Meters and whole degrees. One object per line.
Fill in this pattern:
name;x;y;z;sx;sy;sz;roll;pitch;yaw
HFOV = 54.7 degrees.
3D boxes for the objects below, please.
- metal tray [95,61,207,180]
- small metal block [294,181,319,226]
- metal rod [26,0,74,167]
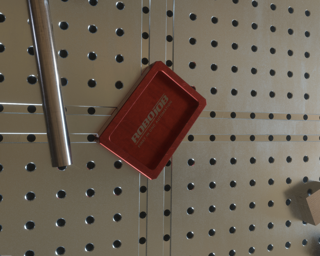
metal tray;-0.010;-0.010;0.406;0.090;0.030;0.130;38;78;-16
small metal block;0.255;0.123;0.507;0.050;0.025;0.050;-25;99;-18
metal rod;-0.136;-0.103;0.362;0.025;0.025;0.298;-9;93;-20
